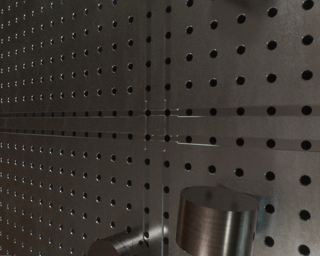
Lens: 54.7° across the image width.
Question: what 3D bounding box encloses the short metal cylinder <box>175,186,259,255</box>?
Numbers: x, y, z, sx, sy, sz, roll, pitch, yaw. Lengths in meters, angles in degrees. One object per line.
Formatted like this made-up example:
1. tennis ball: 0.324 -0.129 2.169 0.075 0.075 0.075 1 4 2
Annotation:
1. short metal cylinder: 0.059 0.097 0.324 0.080 0.081 0.050 10 97 39

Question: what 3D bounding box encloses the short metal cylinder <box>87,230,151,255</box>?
1. short metal cylinder: -0.058 0.192 0.439 0.080 0.050 0.079 0 90 39
